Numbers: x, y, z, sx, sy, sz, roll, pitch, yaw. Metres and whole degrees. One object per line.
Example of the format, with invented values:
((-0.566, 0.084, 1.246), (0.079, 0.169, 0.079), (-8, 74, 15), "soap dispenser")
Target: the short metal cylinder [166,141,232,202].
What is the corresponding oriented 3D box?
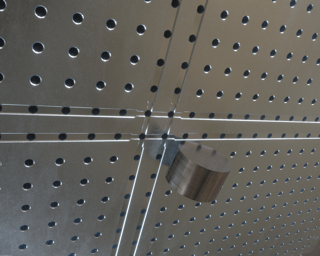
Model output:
((0.054, 0.060, 0.442), (0.081, 0.080, 0.050), (9, 114, -32), "short metal cylinder")
